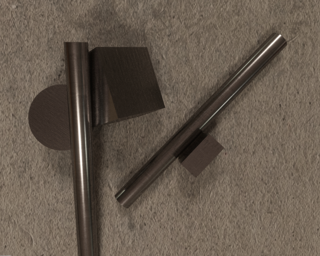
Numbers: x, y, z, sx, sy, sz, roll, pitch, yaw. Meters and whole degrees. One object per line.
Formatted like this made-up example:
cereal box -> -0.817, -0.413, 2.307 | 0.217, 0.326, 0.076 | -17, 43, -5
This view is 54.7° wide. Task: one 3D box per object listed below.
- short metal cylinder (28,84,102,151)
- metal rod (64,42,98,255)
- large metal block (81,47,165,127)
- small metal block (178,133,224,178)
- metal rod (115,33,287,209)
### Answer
short metal cylinder -> -0.118, -0.013, 0.396 | 0.081, 0.050, 0.079 | 0, 90, -1
metal rod -> -0.091, 0.052, 0.368 | 0.025, 0.025, 0.298 | 1, 106, -1
large metal block -> -0.048, -0.051, 0.375 | 0.050, 0.081, 0.080 | -16, 90, 42
small metal block -> 0.051, 0.033, 0.398 | 0.025, 0.050, 0.050 | 43, 90, -1
metal rod -> 0.054, -0.010, 0.410 | 0.025, 0.025, 0.300 | 44, 90, -1
